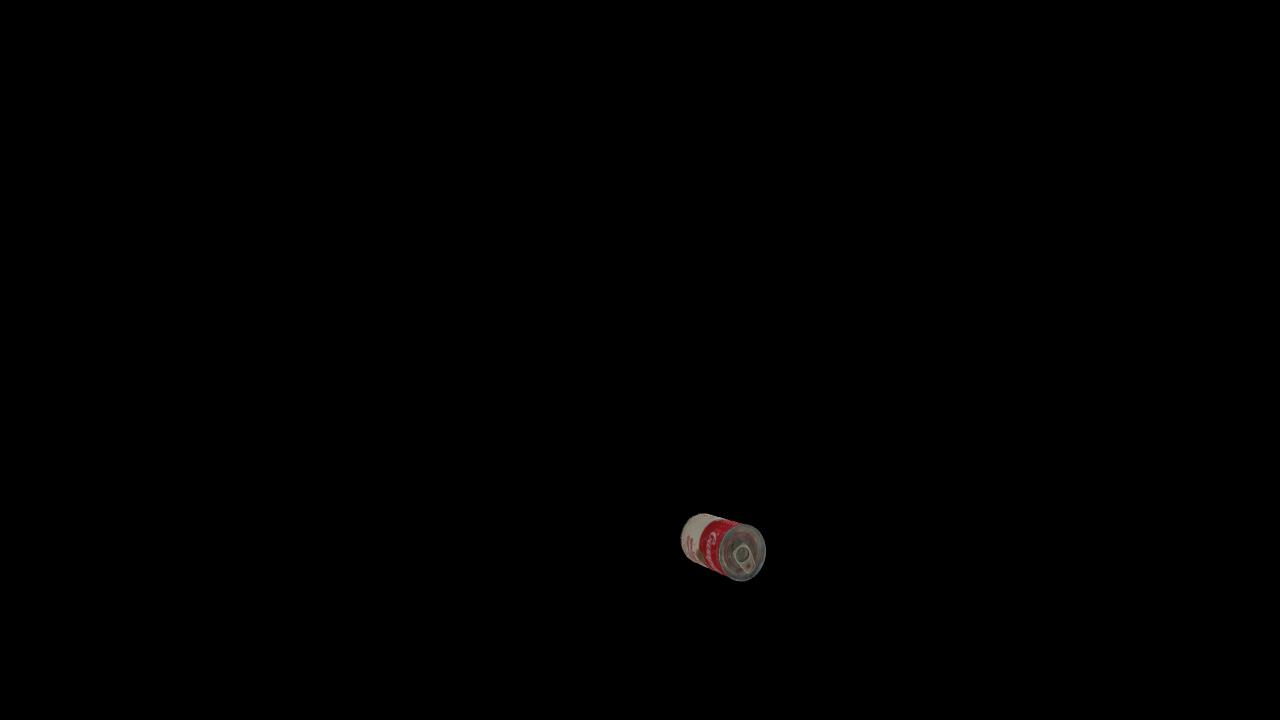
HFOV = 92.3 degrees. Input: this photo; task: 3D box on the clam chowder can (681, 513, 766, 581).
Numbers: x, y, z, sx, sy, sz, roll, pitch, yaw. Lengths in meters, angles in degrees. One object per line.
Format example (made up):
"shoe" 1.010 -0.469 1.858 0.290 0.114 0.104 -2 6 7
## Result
"clam chowder can" 0.104 0.236 0.787 0.068 0.068 0.102 0 -4 -24
